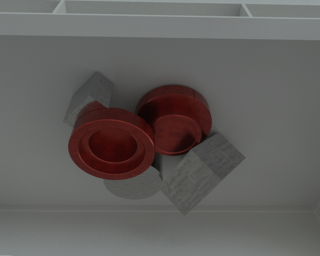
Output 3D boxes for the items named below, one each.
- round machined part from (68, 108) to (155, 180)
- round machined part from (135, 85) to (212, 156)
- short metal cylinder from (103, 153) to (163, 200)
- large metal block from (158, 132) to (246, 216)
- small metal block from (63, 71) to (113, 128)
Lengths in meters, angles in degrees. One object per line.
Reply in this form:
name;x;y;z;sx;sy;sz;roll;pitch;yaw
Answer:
round machined part;-0.055;0.015;0.369;0.099;0.042;0.097;-1;130;0
round machined part;0.017;-0.002;0.392;0.099;0.042;0.097;-1;130;0
short metal cylinder;-0.036;0.057;0.438;0.081;0.050;0.079;0;130;0
large metal block;0.057;0.060;0.414;0.050;0.081;0.080;46;125;15
small metal block;-0.083;-0.030;0.363;0.025;0.050;0.050;37;121;-27
